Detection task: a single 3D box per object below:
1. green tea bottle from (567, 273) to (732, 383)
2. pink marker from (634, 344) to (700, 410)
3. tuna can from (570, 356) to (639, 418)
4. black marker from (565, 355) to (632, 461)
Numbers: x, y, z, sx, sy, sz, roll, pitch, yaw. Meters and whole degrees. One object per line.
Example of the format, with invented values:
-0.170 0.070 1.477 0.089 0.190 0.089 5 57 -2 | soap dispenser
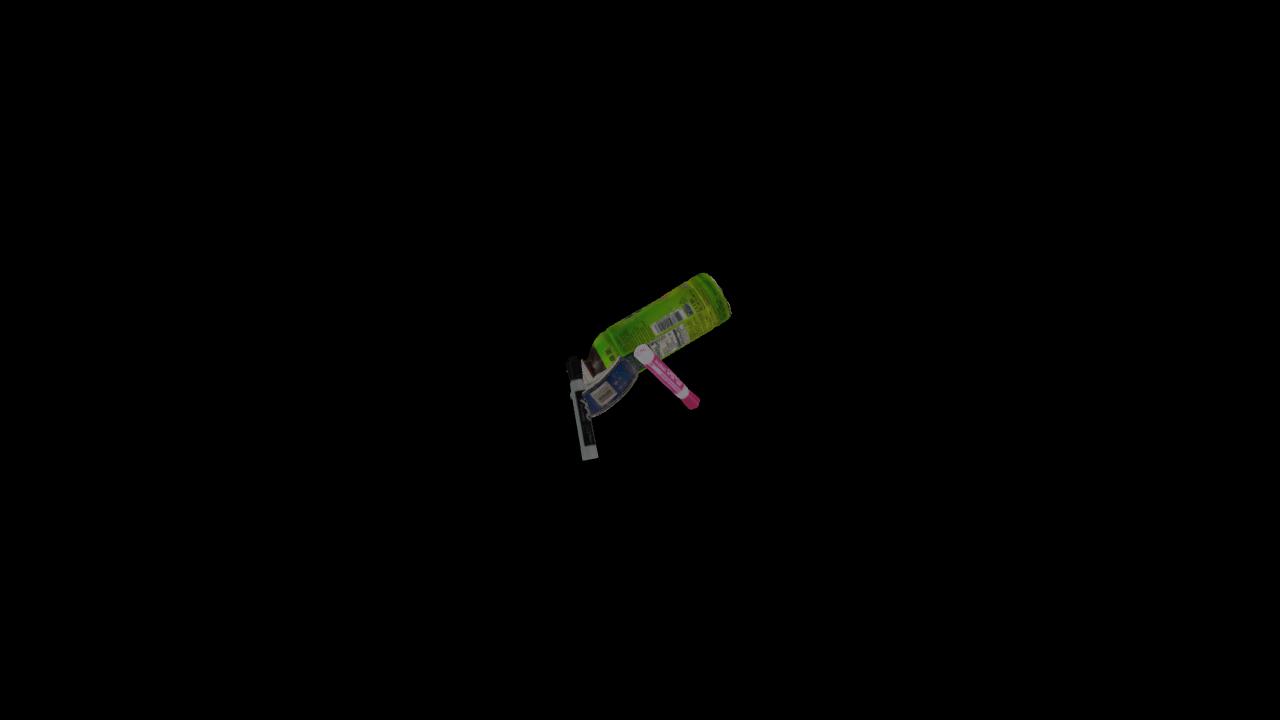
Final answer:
0.007 -0.029 0.758 0.212 0.073 0.073 -30 4 -6 | green tea bottle
0.035 0.023 0.720 0.020 0.020 0.121 0 -33 43 | pink marker
-0.044 0.029 0.739 0.084 0.034 0.084 -38 16 13 | tuna can
-0.068 0.055 0.710 0.020 0.121 0.020 -11 -9 -2 | black marker
